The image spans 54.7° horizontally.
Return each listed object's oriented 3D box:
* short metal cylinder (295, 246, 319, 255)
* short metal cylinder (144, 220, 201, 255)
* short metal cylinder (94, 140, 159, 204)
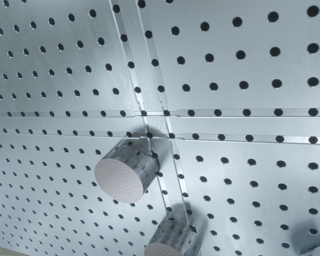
[{"bbox_3d":[0.202,0.199,0.392,0.080,0.080,0.050,42,129,-1],"label":"short metal cylinder"},{"bbox_3d":[0.021,0.199,0.507,0.080,0.050,0.079,13,124,21],"label":"short metal cylinder"},{"bbox_3d":[-0.049,0.065,0.461,0.080,0.050,0.079,13,124,21],"label":"short metal cylinder"}]
